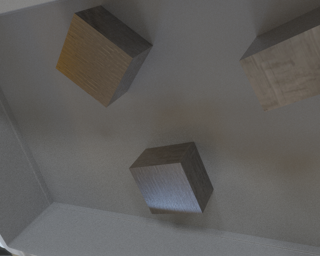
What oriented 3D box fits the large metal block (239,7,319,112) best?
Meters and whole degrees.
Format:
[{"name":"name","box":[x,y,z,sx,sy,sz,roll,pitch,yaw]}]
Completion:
[{"name":"large metal block","box":[0.125,-0.065,0.267,0.080,0.080,0.050,-20,108,36]}]

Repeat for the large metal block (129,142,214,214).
[{"name":"large metal block","box":[0.017,0.071,0.427,0.080,0.050,0.080,-11,113,33]}]

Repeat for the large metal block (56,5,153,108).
[{"name":"large metal block","box":[-0.069,-0.086,0.375,0.080,0.050,0.080,38,129,2]}]
